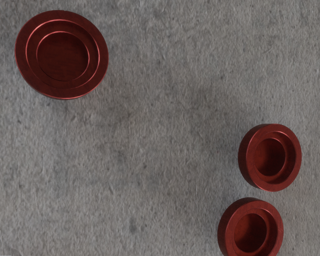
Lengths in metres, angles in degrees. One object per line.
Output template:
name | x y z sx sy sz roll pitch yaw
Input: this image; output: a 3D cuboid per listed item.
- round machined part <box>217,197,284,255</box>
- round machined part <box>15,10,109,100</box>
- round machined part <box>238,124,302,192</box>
round machined part | 0.125 0.149 0.448 0.099 0.042 0.097 0 90 -21
round machined part | -0.112 -0.081 0.359 0.099 0.042 0.097 0 90 -21
round machined part | 0.157 0.042 0.460 0.099 0.042 0.097 0 90 -21
